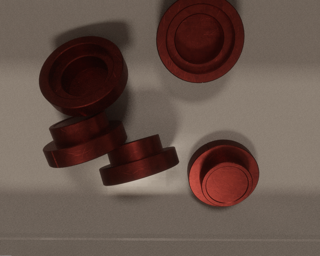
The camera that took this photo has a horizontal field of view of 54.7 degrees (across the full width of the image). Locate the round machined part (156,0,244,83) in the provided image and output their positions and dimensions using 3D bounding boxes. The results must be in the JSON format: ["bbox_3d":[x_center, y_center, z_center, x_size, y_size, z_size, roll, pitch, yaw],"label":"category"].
[{"bbox_3d":[0.045,-0.105,0.364,0.099,0.042,0.097,0,110,-1],"label":"round machined part"}]

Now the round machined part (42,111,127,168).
[{"bbox_3d":[-0.093,0.008,0.374,0.098,0.098,0.042,-16,104,5],"label":"round machined part"}]

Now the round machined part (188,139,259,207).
[{"bbox_3d":[0.089,0.068,0.429,0.099,0.042,0.097,0,110,-1],"label":"round machined part"}]

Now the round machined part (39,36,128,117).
[{"bbox_3d":[-0.085,-0.056,0.362,0.098,0.098,0.042,-13,153,4],"label":"round machined part"}]

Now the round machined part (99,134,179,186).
[{"bbox_3d":[-0.029,0.037,0.389,0.098,0.098,0.042,-16,89,5],"label":"round machined part"}]
